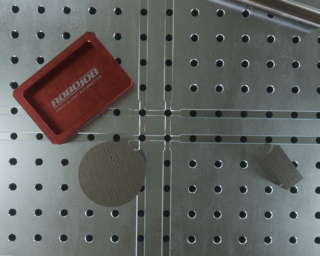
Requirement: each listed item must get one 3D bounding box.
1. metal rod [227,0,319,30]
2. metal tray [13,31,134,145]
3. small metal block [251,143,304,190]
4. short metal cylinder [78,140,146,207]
[{"bbox_3d":[0.071,-0.192,0.414,0.302,0.025,0.025,18,90,-1],"label":"metal rod"},{"bbox_3d":[-0.111,-0.051,0.409,0.130,0.030,0.090,-39,91,-1],"label":"metal tray"},{"bbox_3d":[0.151,0.049,0.403,0.025,0.050,0.050,-36,90,0],"label":"small metal block"},{"bbox_3d":[-0.059,0.056,0.400,0.081,0.050,0.079,0,90,-1],"label":"short metal cylinder"}]
